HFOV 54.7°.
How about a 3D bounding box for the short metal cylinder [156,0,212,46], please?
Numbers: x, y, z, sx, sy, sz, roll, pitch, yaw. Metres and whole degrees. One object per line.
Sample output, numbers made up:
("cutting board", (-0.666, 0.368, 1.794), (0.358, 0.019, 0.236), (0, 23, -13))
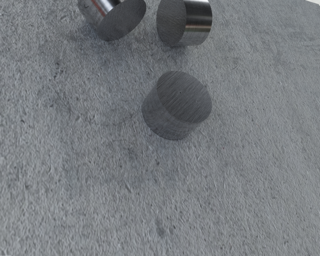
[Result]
("short metal cylinder", (0.037, -0.172, 0.493), (0.050, 0.080, 0.080), (-10, 67, -33))

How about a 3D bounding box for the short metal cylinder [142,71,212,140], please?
("short metal cylinder", (0.022, -0.030, 0.418), (0.081, 0.050, 0.080), (13, 56, -21))

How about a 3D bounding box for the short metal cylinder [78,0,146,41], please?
("short metal cylinder", (-0.067, -0.169, 0.436), (0.081, 0.080, 0.050), (-29, 78, -37))
